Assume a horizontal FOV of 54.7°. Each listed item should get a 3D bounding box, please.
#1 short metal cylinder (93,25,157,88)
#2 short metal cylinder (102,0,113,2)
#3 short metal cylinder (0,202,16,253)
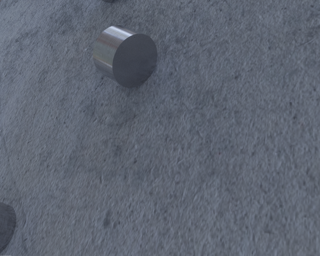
[{"bbox_3d":[-0.051,-0.106,0.459,0.050,0.080,0.080,34,81,38],"label":"short metal cylinder"},{"bbox_3d":[-0.110,-0.295,0.605,0.080,0.080,0.050,27,76,37],"label":"short metal cylinder"},{"bbox_3d":[-0.252,0.139,0.432,0.080,0.050,0.080,-13,56,20],"label":"short metal cylinder"}]
